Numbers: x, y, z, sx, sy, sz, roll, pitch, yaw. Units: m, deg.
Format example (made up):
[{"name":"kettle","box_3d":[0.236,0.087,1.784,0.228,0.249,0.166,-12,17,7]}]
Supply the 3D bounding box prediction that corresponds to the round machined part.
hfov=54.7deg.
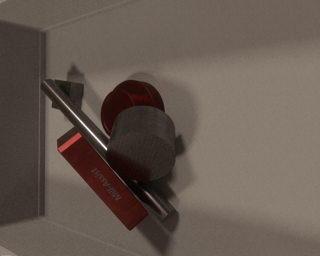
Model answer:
[{"name":"round machined part","box_3d":[-0.044,-0.018,0.430,0.098,0.042,0.097,0,90,39]}]

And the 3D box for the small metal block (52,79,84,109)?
[{"name":"small metal block","box_3d":[-0.160,-0.056,0.536,0.050,0.025,0.050,14,99,39]}]

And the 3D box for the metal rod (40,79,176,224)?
[{"name":"metal rod","box_3d":[-0.089,0.020,0.458,0.300,0.025,0.025,43,116,24]}]

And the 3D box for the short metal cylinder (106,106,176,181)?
[{"name":"short metal cylinder","box_3d":[-0.021,0.020,0.378,0.080,0.080,0.050,-44,26,31]}]

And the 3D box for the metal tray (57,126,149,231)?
[{"name":"metal tray","box_3d":[-0.075,0.060,0.391,0.130,0.030,0.090,53,168,-15]}]
